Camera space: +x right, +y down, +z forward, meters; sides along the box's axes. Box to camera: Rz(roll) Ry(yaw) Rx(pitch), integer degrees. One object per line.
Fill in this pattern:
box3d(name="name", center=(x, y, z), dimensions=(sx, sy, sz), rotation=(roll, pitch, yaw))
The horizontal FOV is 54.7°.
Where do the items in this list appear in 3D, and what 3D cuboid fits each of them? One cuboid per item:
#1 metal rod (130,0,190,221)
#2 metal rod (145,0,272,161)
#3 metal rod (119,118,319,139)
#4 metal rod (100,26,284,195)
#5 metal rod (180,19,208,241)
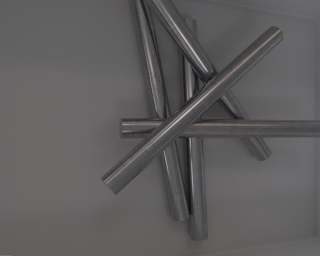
box3d(name="metal rod", center=(0.001, -0.025, 0.410), dimensions=(0.025, 0.025, 0.298), rotation=(-12, 94, -20))
box3d(name="metal rod", center=(0.069, -0.066, 0.412), dimensions=(0.025, 0.025, 0.300), rotation=(-46, 113, -14))
box3d(name="metal rod", center=(0.099, 0.001, 0.412), dimensions=(0.302, 0.025, 0.025), rotation=(0, 90, -16))
box3d(name="metal rod", center=(0.051, -0.033, 0.376), dimensions=(0.301, 0.025, 0.025), rotation=(-42, 103, -18))
box3d(name="metal rod", center=(0.046, 0.003, 0.427), dimensions=(0.025, 0.025, 0.298), rotation=(-4, 91, -20))
